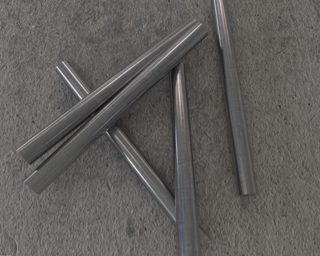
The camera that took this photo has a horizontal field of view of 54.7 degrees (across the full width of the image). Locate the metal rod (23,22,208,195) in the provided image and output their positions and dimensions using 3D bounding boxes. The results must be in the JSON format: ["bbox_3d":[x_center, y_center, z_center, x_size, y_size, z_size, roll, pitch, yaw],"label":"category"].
[{"bbox_3d":[-0.044,-0.035,0.393,0.025,0.025,0.301,41,74,13],"label":"metal rod"}]

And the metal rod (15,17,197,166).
[{"bbox_3d":[-0.053,-0.061,0.408,0.025,0.025,0.301,42,67,14],"label":"metal rod"}]

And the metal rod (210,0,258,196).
[{"bbox_3d":[0.099,-0.058,0.429,0.025,0.025,0.299,-3,70,-1],"label":"metal rod"}]

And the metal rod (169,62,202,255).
[{"bbox_3d":[0.028,0.047,0.371,0.025,0.025,0.299,-1,63,-1],"label":"metal rod"}]

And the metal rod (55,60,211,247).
[{"bbox_3d":[-0.043,0.024,0.398,0.025,0.025,0.300,-37,74,-12],"label":"metal rod"}]
